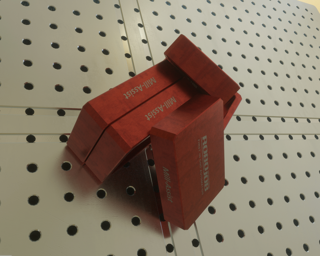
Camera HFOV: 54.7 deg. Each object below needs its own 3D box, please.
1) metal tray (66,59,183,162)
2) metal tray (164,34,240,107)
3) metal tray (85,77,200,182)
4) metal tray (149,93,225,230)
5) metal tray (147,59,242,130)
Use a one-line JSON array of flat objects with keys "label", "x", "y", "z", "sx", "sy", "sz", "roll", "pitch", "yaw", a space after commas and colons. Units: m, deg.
[{"label": "metal tray", "x": -0.039, "y": -0.021, "z": 0.359, "sx": 0.030, "sy": 0.090, "sz": 0.131, "roll": 49, "pitch": 51, "yaw": 5}, {"label": "metal tray", "x": 0.052, "y": -0.069, "z": 0.407, "sx": 0.090, "sy": 0.030, "sz": 0.130, "roll": 43, "pitch": 6, "yaw": 1}, {"label": "metal tray", "x": -0.017, "y": 0.000, "z": 0.356, "sx": 0.030, "sy": 0.090, "sz": 0.131, "roll": 49, "pitch": 51, "yaw": 5}, {"label": "metal tray", "x": 0.037, "y": 0.038, "z": 0.347, "sx": 0.030, "sy": 0.129, "sz": 0.091, "roll": 18, "pitch": 40, "yaw": 36}, {"label": "metal tray", "x": 0.053, "y": -0.056, "z": 0.468, "sx": 0.130, "sy": 0.030, "sz": 0.090, "roll": 40, "pitch": 51, "yaw": -2}]
